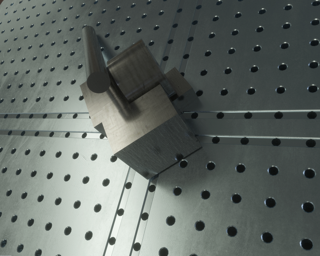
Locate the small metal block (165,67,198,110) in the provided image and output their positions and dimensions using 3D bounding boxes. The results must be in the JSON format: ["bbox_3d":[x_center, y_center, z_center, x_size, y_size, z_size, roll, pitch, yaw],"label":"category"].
[{"bbox_3d":[0.016,-0.049,0.429,0.050,0.025,0.050,-36,51,4],"label":"small metal block"}]

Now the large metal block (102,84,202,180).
[{"bbox_3d":[-0.008,0.008,0.369,0.080,0.080,0.050,-33,52,7],"label":"large metal block"}]

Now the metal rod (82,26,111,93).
[{"bbox_3d":[-0.101,-0.116,0.463,0.025,0.025,0.300,-35,30,4],"label":"metal rod"}]

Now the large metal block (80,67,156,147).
[{"bbox_3d":[-0.054,-0.023,0.415,0.050,0.080,0.080,-33,52,7],"label":"large metal block"}]

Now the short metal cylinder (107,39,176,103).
[{"bbox_3d":[-0.022,-0.064,0.389,0.050,0.080,0.080,-32,52,7],"label":"short metal cylinder"}]
